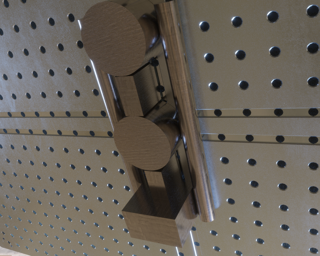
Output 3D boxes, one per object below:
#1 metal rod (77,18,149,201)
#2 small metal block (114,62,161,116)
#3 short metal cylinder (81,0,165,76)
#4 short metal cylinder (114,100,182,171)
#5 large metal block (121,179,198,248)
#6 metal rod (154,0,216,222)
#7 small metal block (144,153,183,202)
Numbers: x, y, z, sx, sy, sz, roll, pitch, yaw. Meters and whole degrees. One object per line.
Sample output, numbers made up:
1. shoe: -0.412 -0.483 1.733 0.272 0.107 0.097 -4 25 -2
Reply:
1. metal rod: -0.055 -0.003 0.438 0.025 0.025 0.298 1 119 28
2. small metal block: -0.025 -0.048 0.377 0.025 0.050 0.050 1 119 28
3. short metal cylinder: -0.041 -0.105 0.351 0.080 0.050 0.079 13 124 21
4. short metal cylinder: -0.013 0.009 0.407 0.080 0.050 0.079 13 124 21
5. large metal block: 0.005 0.116 0.445 0.080 0.080 0.050 1 119 28
6. metal rod: 0.037 -0.002 0.389 0.025 0.025 0.298 1 119 28
7. small metal block: 0.006 0.066 0.431 0.025 0.050 0.050 0 119 28
